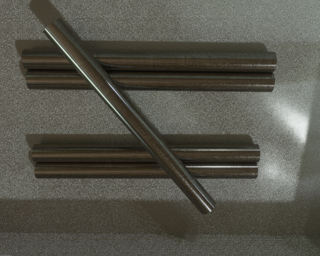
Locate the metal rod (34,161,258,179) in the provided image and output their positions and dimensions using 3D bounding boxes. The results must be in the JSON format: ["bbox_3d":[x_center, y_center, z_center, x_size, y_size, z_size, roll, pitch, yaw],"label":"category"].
[{"bbox_3d":[-0.018,0.058,0.430,0.302,0.025,0.025,0,110,-1],"label":"metal rod"}]

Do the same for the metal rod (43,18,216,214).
[{"bbox_3d":[-0.026,-0.003,0.382,0.025,0.025,0.300,-36,106,12],"label":"metal rod"}]

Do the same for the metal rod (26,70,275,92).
[{"bbox_3d":[-0.011,-0.059,0.387,0.302,0.025,0.025,1,110,-1],"label":"metal rod"}]

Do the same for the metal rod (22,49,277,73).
[{"bbox_3d":[-0.012,-0.082,0.379,0.302,0.025,0.025,1,110,-1],"label":"metal rod"}]

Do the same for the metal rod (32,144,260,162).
[{"bbox_3d":[-0.018,0.034,0.422,0.302,0.025,0.025,0,110,-1],"label":"metal rod"}]
